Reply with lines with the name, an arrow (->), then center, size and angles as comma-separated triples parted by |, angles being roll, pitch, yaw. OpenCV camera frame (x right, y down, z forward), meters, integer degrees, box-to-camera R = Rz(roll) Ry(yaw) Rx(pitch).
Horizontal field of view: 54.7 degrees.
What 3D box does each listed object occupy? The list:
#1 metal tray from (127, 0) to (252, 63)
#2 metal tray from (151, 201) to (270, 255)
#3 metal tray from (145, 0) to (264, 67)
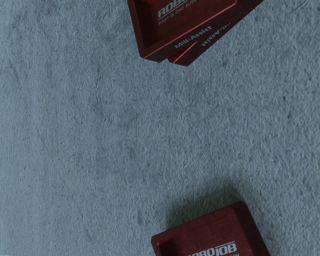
metal tray -> 0.025, -0.140, 0.341 | 0.130, 0.030, 0.090 | -21, 77, 38
metal tray -> 0.056, 0.149, 0.355 | 0.130, 0.030, 0.090 | -35, 69, 34
metal tray -> 0.048, -0.146, 0.362 | 0.130, 0.030, 0.090 | -38, 67, 33
